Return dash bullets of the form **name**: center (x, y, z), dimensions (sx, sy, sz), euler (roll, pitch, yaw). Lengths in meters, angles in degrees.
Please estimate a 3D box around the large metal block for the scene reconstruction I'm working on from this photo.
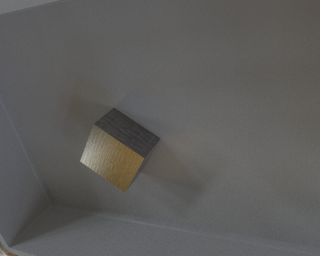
- **large metal block**: center (-0.058, 0.032, 0.443), dimensions (0.080, 0.050, 0.080), euler (34, 129, 6)
